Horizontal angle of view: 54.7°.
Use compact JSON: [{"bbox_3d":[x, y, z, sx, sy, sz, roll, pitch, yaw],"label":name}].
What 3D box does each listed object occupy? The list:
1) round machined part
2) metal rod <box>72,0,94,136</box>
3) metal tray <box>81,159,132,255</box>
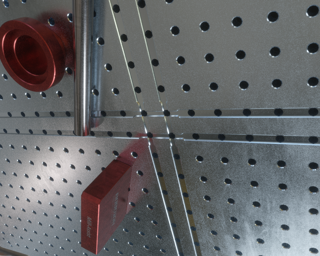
[{"bbox_3d":[-0.170,-0.102,0.427,0.098,0.042,0.097,13,124,21],"label":"round machined part"},{"bbox_3d":[-0.097,-0.114,0.391,0.025,0.025,0.298,21,127,15],"label":"metal rod"},{"bbox_3d":[-0.086,0.125,0.491,0.030,0.090,0.129,22,127,15],"label":"metal tray"}]
